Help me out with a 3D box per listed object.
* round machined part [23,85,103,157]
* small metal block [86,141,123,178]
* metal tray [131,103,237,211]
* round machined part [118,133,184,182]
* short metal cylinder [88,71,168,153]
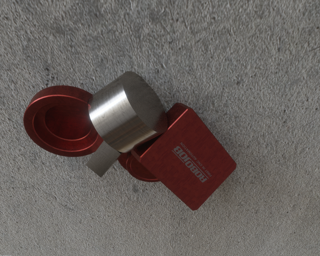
[{"bbox_3d":[-0.112,-0.012,0.385,0.099,0.042,0.097,-1,130,0],"label":"round machined part"},{"bbox_3d":[-0.060,0.028,0.391,0.025,0.050,0.050,41,122,-1],"label":"small metal block"},{"bbox_3d":[0.036,0.041,0.412,0.090,0.030,0.130,-46,122,-5],"label":"metal tray"},{"bbox_3d":[-0.011,0.038,0.430,0.099,0.042,0.097,-1,130,0],"label":"round machined part"},{"bbox_3d":[-0.035,-0.018,0.358,0.050,0.080,0.080,-31,124,23],"label":"short metal cylinder"}]
